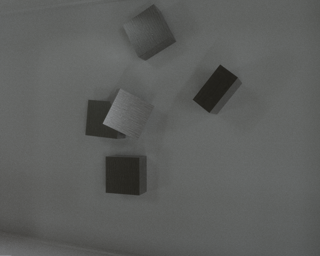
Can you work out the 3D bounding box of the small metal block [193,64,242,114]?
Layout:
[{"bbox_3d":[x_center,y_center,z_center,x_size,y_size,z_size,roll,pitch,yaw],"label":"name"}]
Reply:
[{"bbox_3d":[0.070,-0.044,0.372,0.025,0.050,0.050,41,103,15],"label":"small metal block"}]

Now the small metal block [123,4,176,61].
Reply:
[{"bbox_3d":[-0.014,-0.127,0.415,0.050,0.025,0.050,-28,81,17],"label":"small metal block"}]

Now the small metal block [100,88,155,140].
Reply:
[{"bbox_3d":[-0.043,-0.018,0.407,0.050,0.025,0.050,27,85,-18],"label":"small metal block"}]

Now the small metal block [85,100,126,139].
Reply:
[{"bbox_3d":[-0.075,-0.012,0.437,0.050,0.025,0.050,6,92,20],"label":"small metal block"}]

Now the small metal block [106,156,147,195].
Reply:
[{"bbox_3d":[-0.046,0.064,0.427,0.050,0.025,0.050,0,90,20],"label":"small metal block"}]
